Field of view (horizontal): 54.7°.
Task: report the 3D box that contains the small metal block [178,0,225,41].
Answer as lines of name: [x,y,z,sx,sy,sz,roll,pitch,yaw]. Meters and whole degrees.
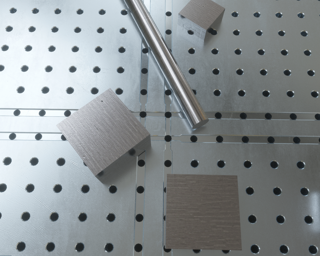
small metal block: [0.063,-0.171,0.475,0.050,0.025,0.050,36,74,12]

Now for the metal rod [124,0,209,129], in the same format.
metal rod: [-0.009,-0.133,0.460,0.025,0.025,0.299,-24,72,-9]

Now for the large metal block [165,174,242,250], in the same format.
large metal block: [0.047,0.099,0.363,0.081,0.050,0.080,1,70,0]

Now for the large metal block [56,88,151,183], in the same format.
large metal block: [-0.068,0.010,0.394,0.080,0.050,0.080,-38,75,-13]
